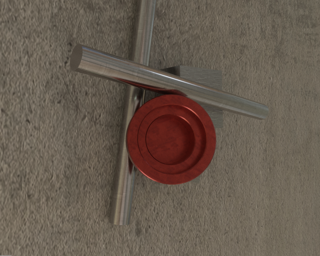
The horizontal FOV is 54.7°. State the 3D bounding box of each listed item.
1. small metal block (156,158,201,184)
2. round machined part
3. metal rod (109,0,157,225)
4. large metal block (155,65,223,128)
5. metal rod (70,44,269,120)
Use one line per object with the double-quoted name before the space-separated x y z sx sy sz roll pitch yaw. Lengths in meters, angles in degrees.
"small metal block" 0.019 0.053 0.406 0.050 0.050 0.025 20 78 -39
"round machined part" 0.010 0.014 0.353 0.099 0.042 0.097 1 84 -11
"metal rod" -0.031 -0.036 0.380 0.025 0.025 0.298 11 83 -40
"large metal block" 0.040 -0.039 0.424 0.081 0.050 0.079 -3 92 -40
"metal rod" 0.039 -0.044 0.374 0.302 0.025 0.025 10 84 -40
